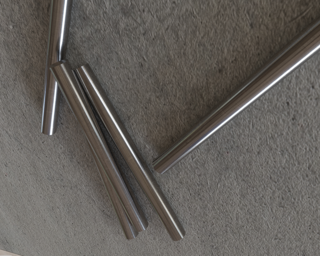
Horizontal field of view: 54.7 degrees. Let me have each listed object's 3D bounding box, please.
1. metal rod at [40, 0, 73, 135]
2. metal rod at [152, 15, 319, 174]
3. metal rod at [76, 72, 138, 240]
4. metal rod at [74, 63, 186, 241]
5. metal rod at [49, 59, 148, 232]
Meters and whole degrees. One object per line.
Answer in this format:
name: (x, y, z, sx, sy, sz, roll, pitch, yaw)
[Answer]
metal rod: (-0.136, -0.107, 0.410, 0.025, 0.025, 0.298, 29, 128, 9)
metal rod: (0.083, -0.027, 0.345, 0.025, 0.025, 0.299, 44, 129, -3)
metal rod: (-0.088, 0.057, 0.486, 0.025, 0.025, 0.298, -2, 118, 29)
metal rod: (-0.038, 0.046, 0.453, 0.025, 0.025, 0.299, -17, 110, 34)
metal rod: (-0.079, 0.043, 0.455, 0.025, 0.025, 0.299, -4, 122, 29)
